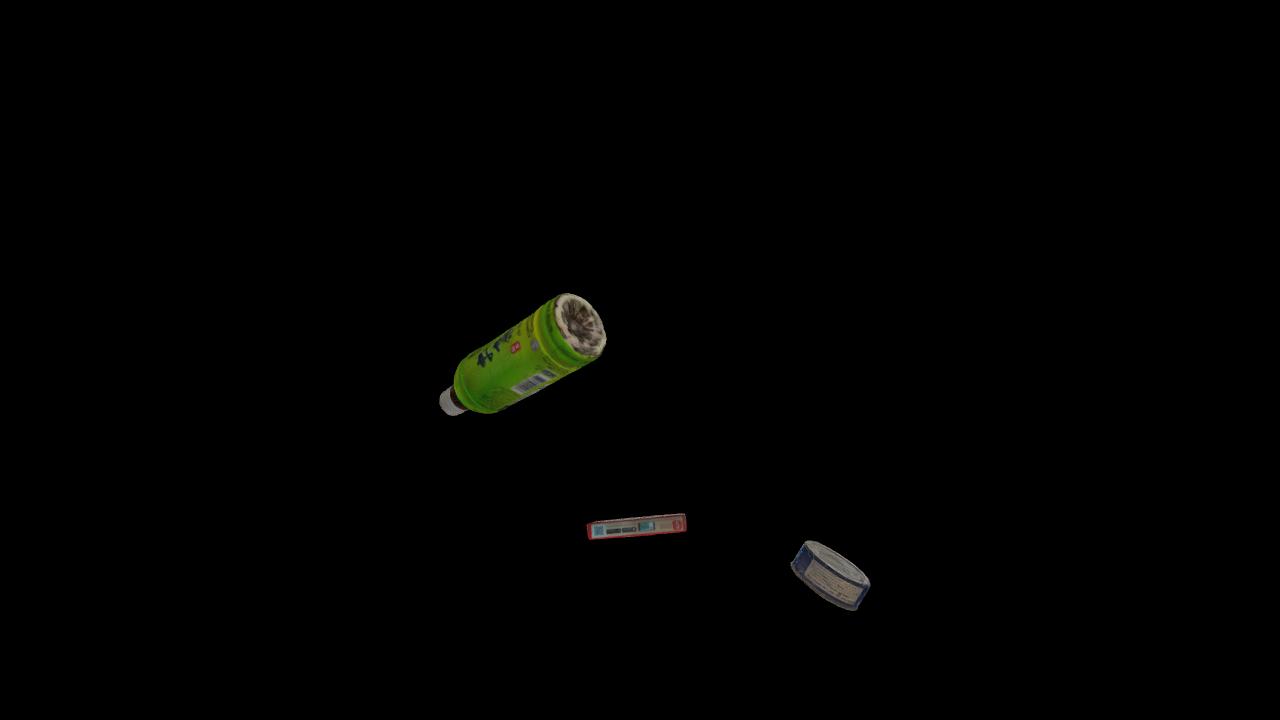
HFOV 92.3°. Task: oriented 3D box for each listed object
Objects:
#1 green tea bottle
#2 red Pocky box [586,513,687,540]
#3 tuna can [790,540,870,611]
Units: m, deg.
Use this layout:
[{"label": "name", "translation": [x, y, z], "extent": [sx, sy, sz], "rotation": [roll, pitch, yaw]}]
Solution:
[{"label": "green tea bottle", "translation": [-0.131, 0.008, 0.622], "extent": [0.212, 0.073, 0.073], "rotation": [-29, -16, 31]}, {"label": "red Pocky box", "translation": [-0.003, 0.266, 0.984], "extent": [0.155, 0.028, 0.083], "rotation": [-6, -12, 3]}, {"label": "tuna can", "translation": [0.216, 0.242, 0.698], "extent": [0.084, 0.034, 0.084], "rotation": [28, 6, -3]}]
